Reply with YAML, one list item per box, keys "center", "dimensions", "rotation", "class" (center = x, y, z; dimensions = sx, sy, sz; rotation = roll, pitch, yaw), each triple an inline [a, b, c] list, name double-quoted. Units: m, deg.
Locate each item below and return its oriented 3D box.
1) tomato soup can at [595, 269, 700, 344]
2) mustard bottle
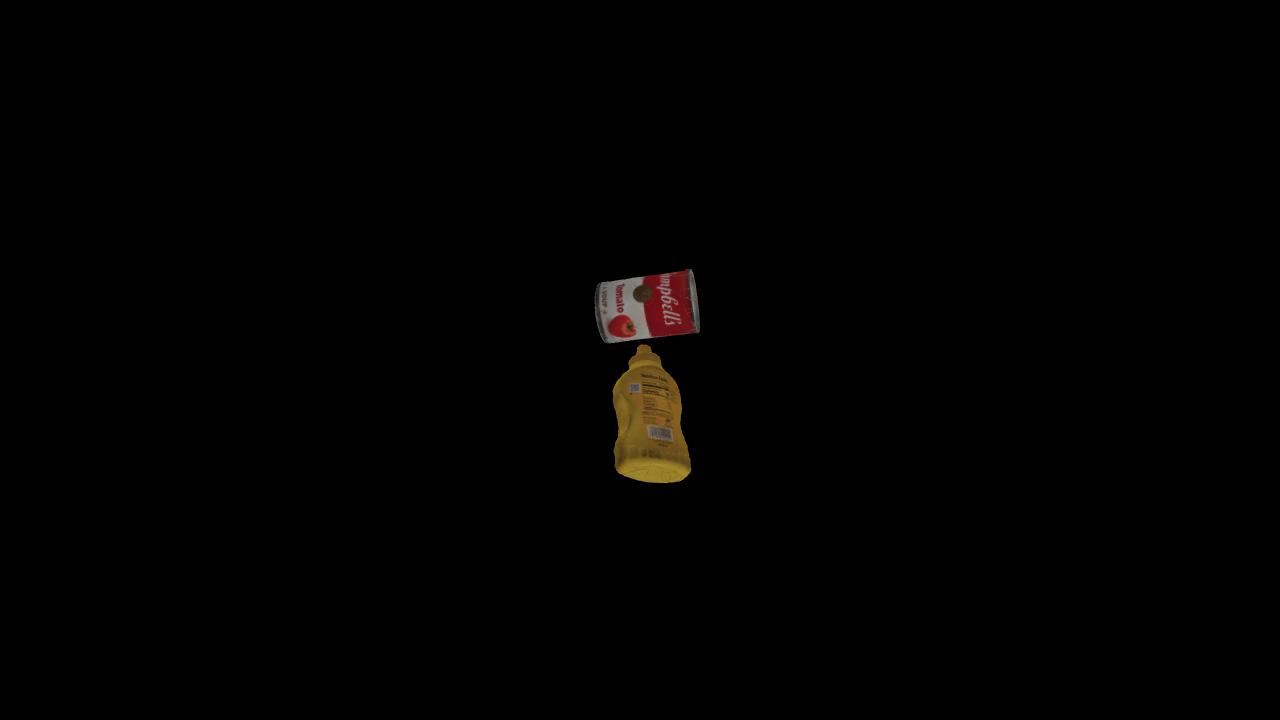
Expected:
- center: [0.009, -0.056, 0.649]
  dimensions: [0.101, 0.068, 0.068]
  rotation: [-6, -1, 12]
  class: "tomato soup can"
- center: [0.011, 0.057, 0.759]
  dimensions: [0.092, 0.184, 0.054]
  rotation: [9, -38, -18]
  class: "mustard bottle"
